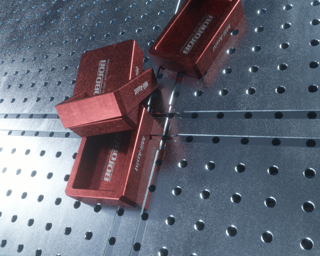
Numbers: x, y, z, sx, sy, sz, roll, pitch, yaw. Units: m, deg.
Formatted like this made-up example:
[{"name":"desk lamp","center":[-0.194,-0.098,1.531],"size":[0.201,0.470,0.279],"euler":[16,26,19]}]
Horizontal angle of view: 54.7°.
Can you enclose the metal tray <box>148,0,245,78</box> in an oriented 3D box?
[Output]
[{"name":"metal tray","center":[0.054,-0.143,0.463],"size":[0.090,0.030,0.130],"euler":[25,75,36]}]

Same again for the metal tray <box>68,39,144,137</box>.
[{"name":"metal tray","center":[-0.074,-0.056,0.430],"size":[0.090,0.030,0.130],"euler":[-9,60,22]}]

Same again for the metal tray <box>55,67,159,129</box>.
[{"name":"metal tray","center":[-0.065,-0.044,0.416],"size":[0.090,0.030,0.130],"euler":[-11,18,22]}]

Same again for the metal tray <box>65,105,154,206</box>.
[{"name":"metal tray","center":[-0.066,0.034,0.416],"size":[0.090,0.030,0.130],"euler":[-2,61,26]}]
